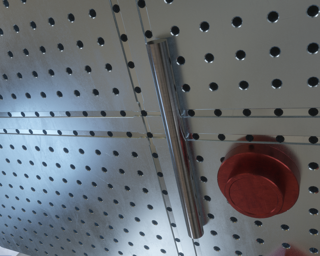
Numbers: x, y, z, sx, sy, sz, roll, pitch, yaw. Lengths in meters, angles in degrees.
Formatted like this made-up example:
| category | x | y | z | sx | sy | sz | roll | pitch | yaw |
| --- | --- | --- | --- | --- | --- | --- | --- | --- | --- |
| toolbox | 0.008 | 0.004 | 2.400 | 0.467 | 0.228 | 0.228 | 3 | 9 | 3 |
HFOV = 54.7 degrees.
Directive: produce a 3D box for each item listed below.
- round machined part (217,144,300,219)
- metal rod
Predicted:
| category | x | y | z | sx | sy | sz | roll | pitch | yaw |
| --- | --- | --- | --- | --- | --- | --- | --- | --- | --- |
| round machined part | 0.118 | 0.072 | 0.382 | 0.098 | 0.042 | 0.097 | 13 | 124 | 21 |
| metal rod | 0.026 | 0.032 | 0.417 | 0.025 | 0.025 | 0.298 | 2 | 119 | 27 |
